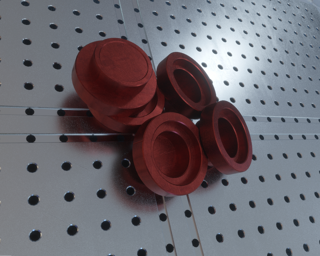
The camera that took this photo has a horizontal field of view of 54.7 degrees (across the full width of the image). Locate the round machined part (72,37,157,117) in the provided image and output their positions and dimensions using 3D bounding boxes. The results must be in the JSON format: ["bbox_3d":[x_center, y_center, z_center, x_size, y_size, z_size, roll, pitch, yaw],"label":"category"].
[{"bbox_3d":[-0.048,-0.065,0.358,0.099,0.042,0.098,14,56,-21],"label":"round machined part"}]

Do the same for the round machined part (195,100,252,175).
[{"bbox_3d":[0.082,0.015,0.419,0.098,0.042,0.098,24,56,-42],"label":"round machined part"}]

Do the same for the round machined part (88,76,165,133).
[{"bbox_3d":[-0.047,-0.036,0.394,0.099,0.042,0.098,14,56,-21],"label":"round machined part"}]

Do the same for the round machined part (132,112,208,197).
[{"bbox_3d":[0.008,0.033,0.372,0.099,0.042,0.098,13,68,-35],"label":"round machined part"}]

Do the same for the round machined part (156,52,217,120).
[{"bbox_3d":[0.032,-0.055,0.438,0.098,0.042,0.098,27,47,-32],"label":"round machined part"}]
